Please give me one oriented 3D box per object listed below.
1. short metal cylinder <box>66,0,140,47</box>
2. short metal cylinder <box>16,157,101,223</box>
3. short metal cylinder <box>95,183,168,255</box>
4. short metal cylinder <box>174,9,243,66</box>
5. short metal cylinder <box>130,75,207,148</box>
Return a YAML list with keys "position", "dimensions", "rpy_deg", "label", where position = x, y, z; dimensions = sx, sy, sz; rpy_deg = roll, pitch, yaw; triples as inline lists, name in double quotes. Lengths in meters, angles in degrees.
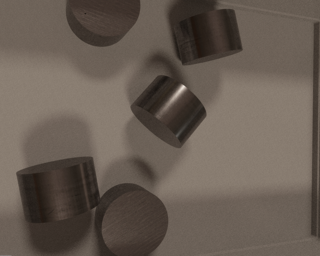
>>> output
- position: [-0.069, -0.143, 0.372]
  dimensions: [0.081, 0.050, 0.079]
  rpy_deg: [0, 90, -21]
  label: "short metal cylinder"
- position: [-0.110, 0.065, 0.341]
  dimensions: [0.081, 0.080, 0.050]
  rpy_deg: [-10, 94, -20]
  label: "short metal cylinder"
- position: [-0.036, 0.113, 0.385]
  dimensions: [0.081, 0.050, 0.079]
  rpy_deg: [0, 90, -21]
  label: "short metal cylinder"
- position: [0.063, -0.117, 0.406]
  dimensions: [0.081, 0.080, 0.050]
  rpy_deg: [-15, 96, -20]
  label: "short metal cylinder"
- position: [0.010, -0.020, 0.386]
  dimensions: [0.080, 0.080, 0.050]
  rpy_deg: [44, 76, -15]
  label: "short metal cylinder"
